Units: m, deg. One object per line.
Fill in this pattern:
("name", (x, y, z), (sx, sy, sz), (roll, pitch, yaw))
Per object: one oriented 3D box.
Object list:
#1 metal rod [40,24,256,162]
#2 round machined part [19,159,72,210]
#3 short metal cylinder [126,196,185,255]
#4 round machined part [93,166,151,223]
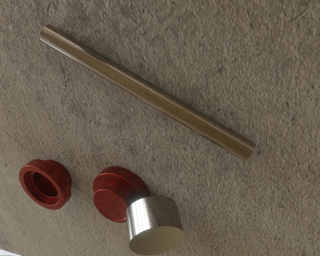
("metal rod", (-0.021, -0.047, 0.386), (0.301, 0.025, 0.025), (31, 128, 7))
("round machined part", (-0.200, 0.096, 0.557), (0.098, 0.042, 0.097), (13, 124, 20))
("short metal cylinder", (-0.008, 0.145, 0.459), (0.081, 0.050, 0.079), (-7, 133, -8))
("round machined part", (-0.068, 0.114, 0.500), (0.098, 0.042, 0.097), (13, 124, 20))
